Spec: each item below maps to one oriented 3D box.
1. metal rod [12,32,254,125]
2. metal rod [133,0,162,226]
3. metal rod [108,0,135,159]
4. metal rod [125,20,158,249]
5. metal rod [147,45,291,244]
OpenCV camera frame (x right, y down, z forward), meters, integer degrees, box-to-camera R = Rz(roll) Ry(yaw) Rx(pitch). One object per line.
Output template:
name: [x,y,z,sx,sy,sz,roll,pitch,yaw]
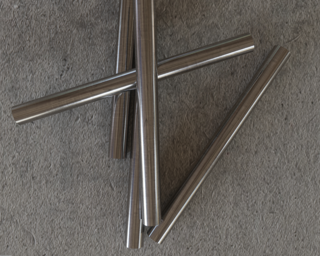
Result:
metal rod: [-0.032,-0.061,0.383,0.302,0.025,0.025,-18,90,-1]
metal rod: [-0.014,-0.027,0.365,0.025,0.025,0.298,-2,102,0]
metal rod: [-0.045,-0.110,0.409,0.025,0.025,0.298,4,90,0]
metal rod: [-0.025,0.006,0.409,0.025,0.025,0.298,4,90,0]
metal rod: [0.077,0.021,0.410,0.025,0.025,0.299,34,90,0]
